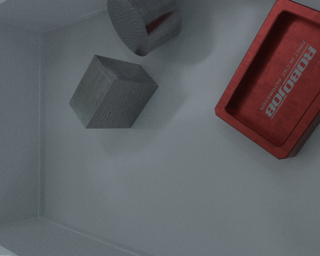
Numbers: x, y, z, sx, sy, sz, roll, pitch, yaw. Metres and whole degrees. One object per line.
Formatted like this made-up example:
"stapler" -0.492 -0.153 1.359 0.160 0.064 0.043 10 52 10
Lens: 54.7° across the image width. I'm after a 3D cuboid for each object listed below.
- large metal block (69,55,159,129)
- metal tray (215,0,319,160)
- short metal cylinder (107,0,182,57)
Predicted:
"large metal block" -0.062 -0.045 0.420 0.050 0.081 0.080 51 120 28
"metal tray" 0.123 -0.046 0.301 0.090 0.030 0.129 40 114 32
"short metal cylinder" -0.019 -0.135 0.378 0.080 0.050 0.080 44 159 22
